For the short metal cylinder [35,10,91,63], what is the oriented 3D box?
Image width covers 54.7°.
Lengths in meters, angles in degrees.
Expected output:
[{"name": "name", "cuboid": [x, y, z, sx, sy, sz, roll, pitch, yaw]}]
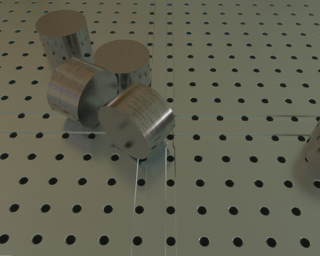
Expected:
[{"name": "short metal cylinder", "cuboid": [-0.160, -0.155, 0.520, 0.081, 0.050, 0.080, 0, 50, 0]}]

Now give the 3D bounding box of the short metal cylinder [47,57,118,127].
[{"name": "short metal cylinder", "cuboid": [-0.101, -0.048, 0.411, 0.050, 0.080, 0.080, 25, 54, 20]}]

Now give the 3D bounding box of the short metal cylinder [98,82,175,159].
[{"name": "short metal cylinder", "cuboid": [-0.029, -0.008, 0.379, 0.080, 0.080, 0.050, 31, 57, 23]}]

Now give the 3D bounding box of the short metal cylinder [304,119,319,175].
[{"name": "short metal cylinder", "cuboid": [0.225, 0.021, 0.375, 0.081, 0.050, 0.080, 0, 50, 0]}]

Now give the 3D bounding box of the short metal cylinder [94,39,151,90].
[{"name": "short metal cylinder", "cuboid": [-0.055, -0.089, 0.465, 0.081, 0.050, 0.080, 0, 50, 0]}]
